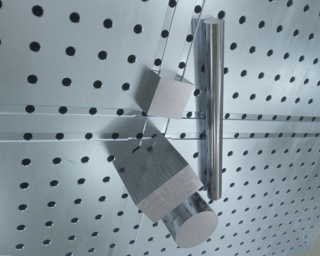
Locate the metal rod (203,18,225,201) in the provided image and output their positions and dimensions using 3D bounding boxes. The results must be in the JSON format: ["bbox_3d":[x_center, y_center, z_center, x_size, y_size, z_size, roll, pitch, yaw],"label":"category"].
[{"bbox_3d":[0.079,-0.006,0.453,0.025,0.025,0.298,-19,126,-18],"label":"metal rod"}]

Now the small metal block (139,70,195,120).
[{"bbox_3d":[0.008,-0.041,0.392,0.050,0.025,0.050,7,115,-32],"label":"small metal block"}]

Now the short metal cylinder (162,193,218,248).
[{"bbox_3d":[0.050,0.153,0.520,0.081,0.050,0.079,-14,125,-21],"label":"short metal cylinder"}]

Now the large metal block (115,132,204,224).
[{"bbox_3d":[-0.003,0.064,0.416,0.080,0.080,0.050,-37,130,-4],"label":"large metal block"}]
